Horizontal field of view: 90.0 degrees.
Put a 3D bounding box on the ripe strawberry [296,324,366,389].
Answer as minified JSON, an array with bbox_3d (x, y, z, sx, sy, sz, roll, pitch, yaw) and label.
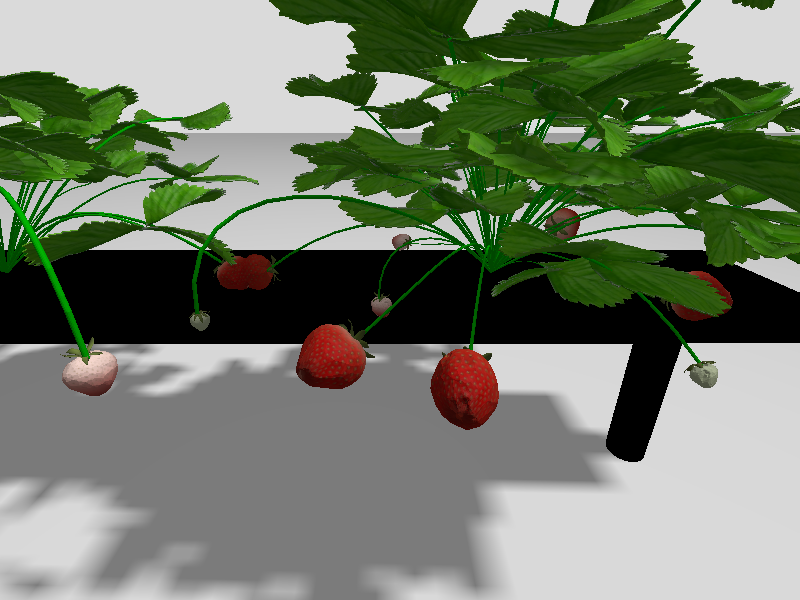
[{"bbox_3d":[-0.037,0.031,0.209,0.036,0.031,0.036,16,30,32],"label":"ripe strawberry"}]

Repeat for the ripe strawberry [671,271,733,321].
[{"bbox_3d":[0.208,-0.002,0.277,0.035,0.034,0.038,19,30,34],"label":"ripe strawberry"}]

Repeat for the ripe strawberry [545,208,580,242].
[{"bbox_3d":[0.192,-0.088,0.468,0.037,0.039,0.040,22,32,39],"label":"ripe strawberry"}]

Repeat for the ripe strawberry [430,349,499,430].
[{"bbox_3d":[0.029,0.042,0.181,0.031,0.036,0.034,6,26,14],"label":"ripe strawberry"}]

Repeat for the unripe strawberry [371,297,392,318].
[{"bbox_3d":[-0.013,0.005,0.287,0.015,0.015,0.016,-21,32,-38],"label":"unripe strawberry"}]

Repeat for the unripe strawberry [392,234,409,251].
[{"bbox_3d":[0.001,-0.063,0.432,0.020,0.017,0.020,18,30,36],"label":"unripe strawberry"}]

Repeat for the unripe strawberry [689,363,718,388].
[{"bbox_3d":[0.162,0.040,0.213,0.014,0.012,0.012,-10,-20,-22],"label":"unripe strawberry"}]

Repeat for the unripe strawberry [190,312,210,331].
[{"bbox_3d":[-0.123,0.014,0.247,0.011,0.011,0.011,-15,28,-29],"label":"unripe strawberry"}]

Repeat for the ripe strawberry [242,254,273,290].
[{"bbox_3d":[-0.123,-0.023,0.333,0.032,0.031,0.029,-8,25,-7],"label":"ripe strawberry"}]

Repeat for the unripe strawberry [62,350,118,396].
[{"bbox_3d":[-0.157,0.038,0.204,0.020,0.024,0.024,20,31,36],"label":"unripe strawberry"}]

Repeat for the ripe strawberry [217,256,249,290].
[{"bbox_3d":[-0.134,-0.020,0.329,0.028,0.027,0.030,36,26,-6],"label":"ripe strawberry"}]
